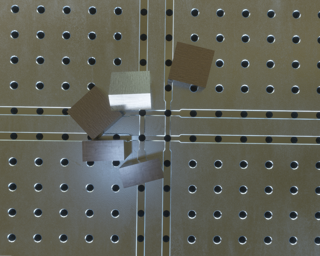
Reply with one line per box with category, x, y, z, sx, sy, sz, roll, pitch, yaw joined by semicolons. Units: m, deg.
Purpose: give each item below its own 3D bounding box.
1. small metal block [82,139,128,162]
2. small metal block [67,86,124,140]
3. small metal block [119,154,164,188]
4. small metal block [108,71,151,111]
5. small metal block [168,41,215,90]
small metal block;-0.069;0.027;0.400;0.050;0.050;0.025;-1;91;-1
small metal block;-0.085;-0.020;0.412;0.050;0.025;0.050;-43;90;1
small metal block;-0.023;0.055;0.401;0.050;0.050;0.025;-15;90;0
small metal block;-0.037;-0.049;0.399;0.050;0.050;0.025;-2;133;-1
small metal block;0.041;-0.082;0.414;0.050;0.025;0.050;14;90;-1
